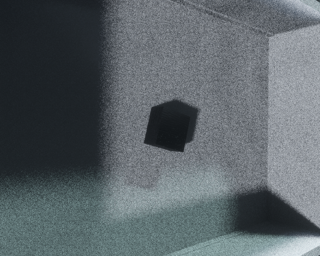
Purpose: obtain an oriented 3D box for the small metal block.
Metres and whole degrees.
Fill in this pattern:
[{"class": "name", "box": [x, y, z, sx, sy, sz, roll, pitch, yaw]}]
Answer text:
[{"class": "small metal block", "box": [0.010, 0.003, 0.417, 0.050, 0.025, 0.050, 19, 78, -39]}]
